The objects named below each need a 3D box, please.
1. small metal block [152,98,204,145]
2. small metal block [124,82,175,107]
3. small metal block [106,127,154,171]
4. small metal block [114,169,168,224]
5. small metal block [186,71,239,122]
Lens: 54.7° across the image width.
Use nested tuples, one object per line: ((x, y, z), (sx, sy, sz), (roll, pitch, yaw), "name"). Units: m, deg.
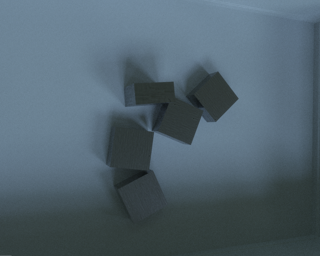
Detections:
((0.024, -0.010, 0.421), (0.050, 0.025, 0.050), (23, 82, -19), "small metal block")
((-0.014, -0.042, 0.393), (0.050, 0.050, 0.025), (-6, 92, -20), "small metal block")
((-0.038, 0.026, 0.397), (0.050, 0.025, 0.050), (8, 87, -20), "small metal block")
((-0.025, 0.087, 0.402), (0.050, 0.025, 0.050), (-26, 99, -19), "small metal block")
((0.074, -0.043, 0.439), (0.050, 0.025, 0.050), (-44, 104, -15), "small metal block")
